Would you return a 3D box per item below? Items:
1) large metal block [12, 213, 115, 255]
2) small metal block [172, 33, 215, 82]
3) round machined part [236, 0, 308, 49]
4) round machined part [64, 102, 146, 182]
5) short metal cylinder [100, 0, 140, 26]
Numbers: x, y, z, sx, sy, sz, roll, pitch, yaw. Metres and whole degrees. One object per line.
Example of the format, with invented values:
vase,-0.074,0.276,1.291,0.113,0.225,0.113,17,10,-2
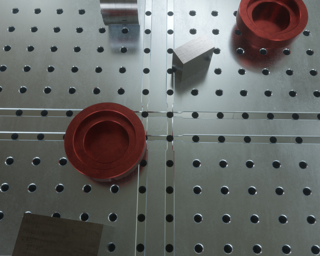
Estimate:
large metal block,-0.099,0.126,0.336,0.080,0.080,0.050,8,70,3
small metal block,0.045,-0.097,0.434,0.050,0.050,0.025,-31,73,-11
round machined part,0.163,-0.159,0.462,0.099,0.042,0.098,0,70,0
round machined part,-0.067,0.020,0.395,0.099,0.042,0.098,0,70,0
short metal cylinder,-0.056,-0.191,0.452,0.050,0.080,0.080,-1,70,0
